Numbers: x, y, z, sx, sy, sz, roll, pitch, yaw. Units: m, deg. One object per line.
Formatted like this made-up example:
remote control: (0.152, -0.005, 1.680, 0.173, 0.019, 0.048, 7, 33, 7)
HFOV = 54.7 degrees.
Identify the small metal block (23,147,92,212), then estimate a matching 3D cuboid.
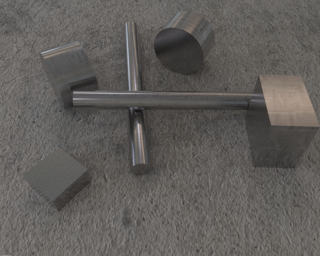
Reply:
small metal block: (-0.116, 0.057, 0.354, 0.050, 0.025, 0.050, 31, 57, 23)

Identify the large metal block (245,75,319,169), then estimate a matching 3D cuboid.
large metal block: (0.141, -0.007, 0.375, 0.050, 0.080, 0.080, 2, 50, 2)

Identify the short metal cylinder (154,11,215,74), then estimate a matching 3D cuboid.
short metal cylinder: (0.038, -0.131, 0.478, 0.080, 0.080, 0.050, 20, 53, 16)

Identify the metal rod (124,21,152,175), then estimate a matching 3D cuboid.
metal rod: (-0.037, -0.066, 0.458, 0.025, 0.025, 0.300, -4, 50, -4)

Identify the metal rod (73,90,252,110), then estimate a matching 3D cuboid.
metal rod: (0.042, -0.036, 0.411, 0.302, 0.025, 0.025, 0, 50, -10)

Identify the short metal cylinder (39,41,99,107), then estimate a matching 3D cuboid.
short metal cylinder: (-0.126, -0.074, 0.429, 0.050, 0.080, 0.080, -25, 55, -19)
